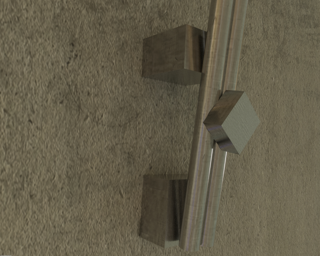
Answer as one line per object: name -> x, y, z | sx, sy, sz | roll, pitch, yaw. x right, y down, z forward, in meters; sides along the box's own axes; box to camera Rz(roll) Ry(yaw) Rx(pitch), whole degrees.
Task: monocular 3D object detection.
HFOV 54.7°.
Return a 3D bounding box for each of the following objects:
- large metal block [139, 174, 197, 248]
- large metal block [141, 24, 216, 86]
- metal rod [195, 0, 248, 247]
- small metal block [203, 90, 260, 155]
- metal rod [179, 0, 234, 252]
large metal block -> 0.023, 0.104, 0.408 | 0.081, 0.050, 0.080 | 6, 86, -40
large metal block -> 0.033, -0.088, 0.398 | 0.081, 0.080, 0.050 | 4, 88, -40
metal rod -> 0.073, -0.007, 0.372 | 0.025, 0.025, 0.298 | 4, 95, -40
small metal block -> 0.082, -0.007, 0.347 | 0.050, 0.025, 0.050 | -53, 126, -20
metal rod -> 0.053, -0.008, 0.355 | 0.025, 0.025, 0.298 | 4, 95, -40
